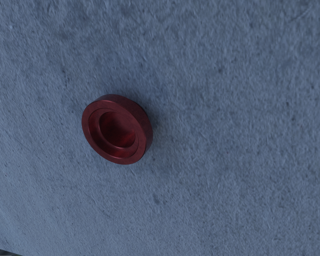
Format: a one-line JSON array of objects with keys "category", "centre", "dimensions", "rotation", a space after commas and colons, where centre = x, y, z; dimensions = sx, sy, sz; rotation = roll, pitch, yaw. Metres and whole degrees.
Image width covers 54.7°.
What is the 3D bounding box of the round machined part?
[{"category": "round machined part", "centre": [-0.053, -0.002, 0.421], "dimensions": [0.098, 0.042, 0.097], "rotation": [13, 124, 20]}]
